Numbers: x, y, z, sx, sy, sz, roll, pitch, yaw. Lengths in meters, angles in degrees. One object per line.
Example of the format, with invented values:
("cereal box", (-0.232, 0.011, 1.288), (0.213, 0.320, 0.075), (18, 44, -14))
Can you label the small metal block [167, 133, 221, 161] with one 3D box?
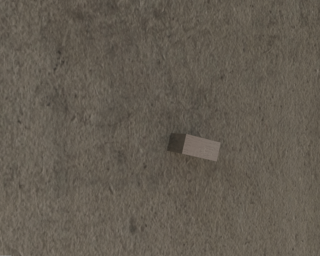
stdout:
("small metal block", (0.044, 0.025, 0.413), (0.050, 0.050, 0.025), (14, 85, -20))
